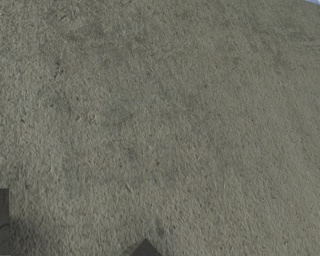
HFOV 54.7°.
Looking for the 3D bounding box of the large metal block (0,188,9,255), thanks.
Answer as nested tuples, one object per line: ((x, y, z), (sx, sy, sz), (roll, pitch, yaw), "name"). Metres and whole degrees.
((-0.143, 0.098, 0.232), (0.050, 0.080, 0.080), (1, 61, -28), "large metal block")

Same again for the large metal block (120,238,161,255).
((-0.020, 0.162, 0.278), (0.080, 0.050, 0.080), (47, 51, 4), "large metal block")
